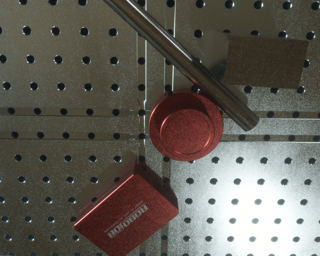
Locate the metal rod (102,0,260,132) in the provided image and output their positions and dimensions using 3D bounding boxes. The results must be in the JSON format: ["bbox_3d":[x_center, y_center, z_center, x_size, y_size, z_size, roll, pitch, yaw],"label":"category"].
[{"bbox_3d":[0.006,-0.101,0.369,0.300,0.025,0.025,41,105,-11],"label":"metal rod"}]

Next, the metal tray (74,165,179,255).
[{"bbox_3d":[-0.049,0.127,0.457,0.130,0.030,0.090,-42,105,13],"label":"metal tray"}]

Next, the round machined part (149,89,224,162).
[{"bbox_3d":[0.034,0.001,0.405,0.099,0.042,0.097,0,110,-1],"label":"round machined part"}]

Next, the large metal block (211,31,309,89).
[{"bbox_3d":[0.108,-0.080,0.356,0.081,0.080,0.050,4,110,-2],"label":"large metal block"}]
